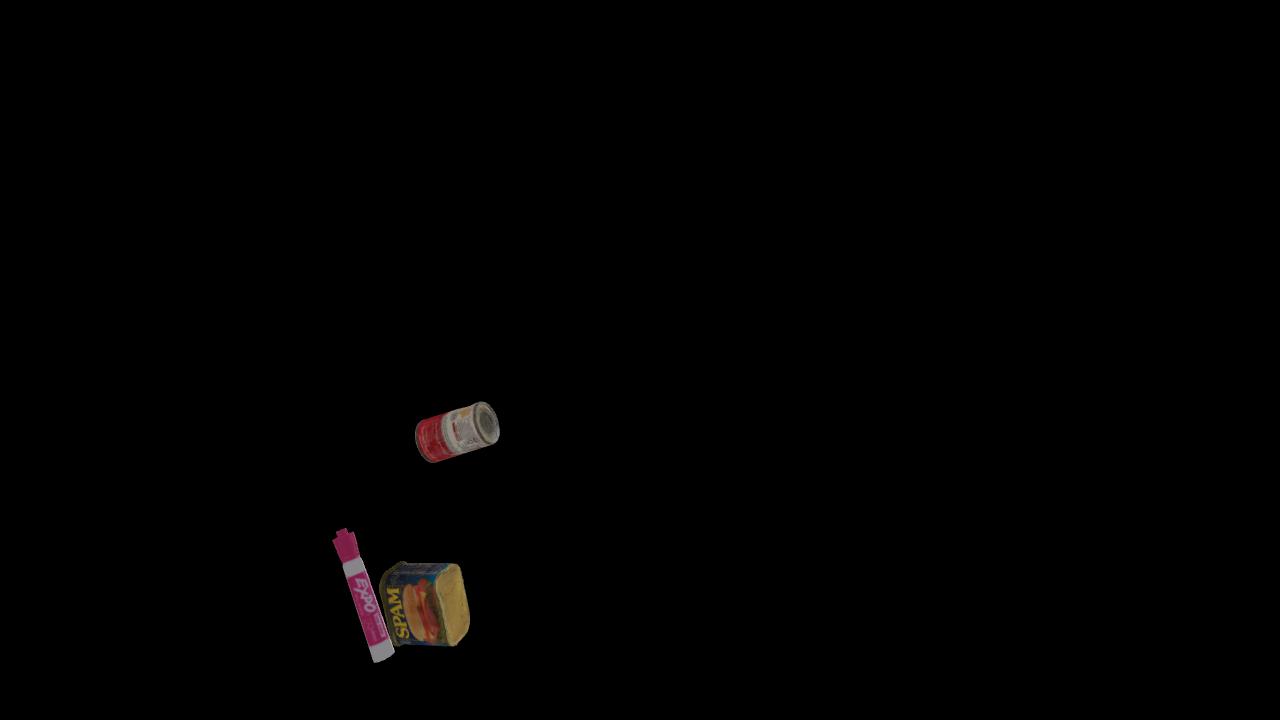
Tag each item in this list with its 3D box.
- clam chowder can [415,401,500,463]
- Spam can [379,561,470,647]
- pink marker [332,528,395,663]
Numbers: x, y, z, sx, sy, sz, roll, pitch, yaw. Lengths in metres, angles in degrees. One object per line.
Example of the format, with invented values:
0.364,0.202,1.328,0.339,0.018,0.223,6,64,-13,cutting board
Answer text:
-0.268,0.106,0.907,0.102,0.068,0.068,-18,-4,13,clam chowder can
-0.269,0.308,0.777,0.085,0.101,0.058,-6,9,18,Spam can
-0.250,0.211,0.555,0.020,0.121,0.020,-20,-2,-1,pink marker
